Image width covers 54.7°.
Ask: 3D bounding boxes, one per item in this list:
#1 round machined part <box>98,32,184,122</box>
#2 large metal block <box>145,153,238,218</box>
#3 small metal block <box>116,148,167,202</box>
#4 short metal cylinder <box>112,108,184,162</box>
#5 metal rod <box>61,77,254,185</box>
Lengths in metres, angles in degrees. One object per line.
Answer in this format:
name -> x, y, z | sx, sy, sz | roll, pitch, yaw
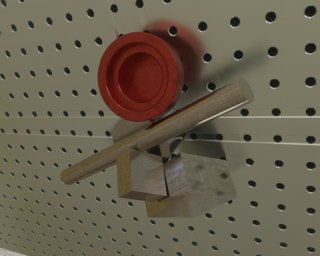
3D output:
round machined part -> -0.019, -0.058, 0.358 | 0.098, 0.042, 0.097 | 3, 97, 22
large metal block -> 0.036, 0.076, 0.393 | 0.081, 0.050, 0.080 | 13, 142, -37
small metal block -> -0.022, 0.056, 0.361 | 0.050, 0.050, 0.025 | 19, 142, -39
short metal cylinder -> -0.014, 0.009, 0.406 | 0.080, 0.050, 0.079 | 13, 124, 20
metal rod -> -0.029, 0.019, 0.371 | 0.299, 0.025, 0.025 | -27, 104, 37
